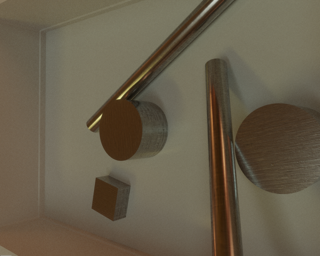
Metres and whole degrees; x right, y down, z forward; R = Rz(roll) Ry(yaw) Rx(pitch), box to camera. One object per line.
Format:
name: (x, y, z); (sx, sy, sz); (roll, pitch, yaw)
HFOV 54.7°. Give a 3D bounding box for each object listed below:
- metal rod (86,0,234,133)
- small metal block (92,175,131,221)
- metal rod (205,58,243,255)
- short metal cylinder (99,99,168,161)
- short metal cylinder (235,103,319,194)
metal rod: (-0.008, -0.084, 0.411); (0.299, 0.025, 0.025); (-40, 66, 32)
small metal block: (-0.074, 0.104, 0.465); (0.050, 0.025, 0.050); (15, 100, 38)
metal rod: (0.058, 0.058, 0.280); (0.025, 0.025, 0.299); (-23, 51, 37)
short metal cylinder: (-0.036, 0.002, 0.418); (0.080, 0.050, 0.079); (0, 90, 39)
short metal cylinder: (0.119, 0.018, 0.292); (0.080, 0.050, 0.079); (0, 90, 39)
